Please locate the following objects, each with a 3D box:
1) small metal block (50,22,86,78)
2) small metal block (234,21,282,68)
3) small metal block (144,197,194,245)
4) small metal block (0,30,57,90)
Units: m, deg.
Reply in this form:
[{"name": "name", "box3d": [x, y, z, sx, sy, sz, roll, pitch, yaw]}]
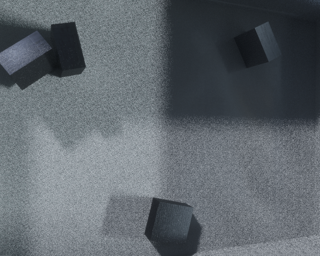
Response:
[{"name": "small metal block", "box3d": [-0.107, -0.089, 0.357, 0.025, 0.050, 0.050, -15, 95, -20]}, {"name": "small metal block", "box3d": [0.141, -0.119, 0.449, 0.025, 0.050, 0.050, -29, 100, -18]}, {"name": "small metal block", "box3d": [0.012, 0.125, 0.415, 0.050, 0.025, 0.050, 15, 85, -20]}, {"name": "small metal block", "box3d": [-0.144, -0.073, 0.341, 0.050, 0.050, 0.025, -39, 88, -15]}]
